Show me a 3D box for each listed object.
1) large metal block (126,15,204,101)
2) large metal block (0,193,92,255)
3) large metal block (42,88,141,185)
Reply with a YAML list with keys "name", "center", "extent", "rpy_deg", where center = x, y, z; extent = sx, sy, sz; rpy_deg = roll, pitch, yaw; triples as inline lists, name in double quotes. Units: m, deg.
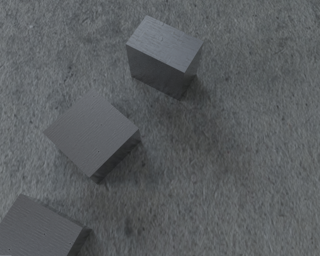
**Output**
- name: "large metal block"
  center: [0.006, -0.090, 0.412]
  extent: [0.080, 0.080, 0.050]
  rpy_deg: [28, 73, 9]
- name: "large metal block"
  center: [-0.136, 0.131, 0.345]
  extent: [0.080, 0.050, 0.080]
  rpy_deg: [26, 72, 8]
- name: "large metal block"
  center: [-0.082, 0.011, 0.390]
  extent: [0.080, 0.050, 0.080]
  rpy_deg: [41, 75, 13]
